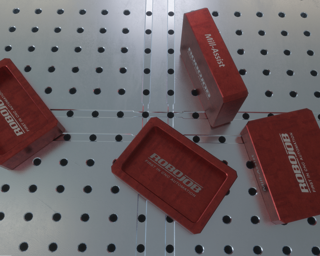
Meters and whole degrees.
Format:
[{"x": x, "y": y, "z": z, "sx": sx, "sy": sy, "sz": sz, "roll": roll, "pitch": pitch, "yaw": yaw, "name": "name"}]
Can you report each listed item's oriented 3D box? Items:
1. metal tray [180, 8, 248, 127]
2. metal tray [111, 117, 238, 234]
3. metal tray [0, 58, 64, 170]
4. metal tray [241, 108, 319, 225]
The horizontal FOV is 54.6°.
[{"x": 0.064, "y": -0.076, "z": 0.405, "sx": 0.030, "sy": 0.090, "sz": 0.130, "roll": -18, "pitch": 71, "yaw": -6, "name": "metal tray"}, {"x": 0.017, "y": 0.057, "z": 0.388, "sx": 0.130, "sy": 0.030, "sz": 0.090, "roll": 35, "pitch": 74, "yaw": 12, "name": "metal tray"}, {"x": -0.204, "y": -0.021, "z": 0.415, "sx": 0.090, "sy": 0.030, "sz": 0.130, "roll": -38, "pitch": 74, "yaw": -13, "name": "metal tray"}, {"x": 0.168, "y": 0.046, "z": 0.393, "sx": 0.091, "sy": 0.030, "sz": 0.130, "roll": -12, "pitch": 70, "yaw": -5, "name": "metal tray"}]
